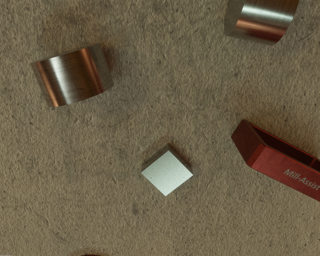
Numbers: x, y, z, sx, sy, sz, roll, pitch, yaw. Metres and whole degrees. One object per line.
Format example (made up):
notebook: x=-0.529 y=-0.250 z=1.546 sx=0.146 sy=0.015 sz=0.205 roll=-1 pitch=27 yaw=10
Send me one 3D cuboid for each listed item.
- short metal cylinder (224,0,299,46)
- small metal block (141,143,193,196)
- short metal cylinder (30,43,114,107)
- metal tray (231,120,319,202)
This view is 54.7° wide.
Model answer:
short metal cylinder: x=0.107 y=-0.134 z=0.332 sx=0.050 sy=0.080 sz=0.079 roll=11 pitch=110 yaw=-4
small metal block: x=0.010 y=0.058 z=0.431 sx=0.050 sy=0.025 sz=0.050 roll=-40 pitch=106 yaw=13
short metal cylinder: x=-0.099 y=-0.062 z=0.357 sx=0.080 sy=0.080 sz=0.050 roll=-14 pitch=110 yaw=5
metal tray: x=0.161 y=0.043 z=0.392 sx=0.131 sy=0.090 sz=0.030 roll=26 pitch=108 yaw=-10
